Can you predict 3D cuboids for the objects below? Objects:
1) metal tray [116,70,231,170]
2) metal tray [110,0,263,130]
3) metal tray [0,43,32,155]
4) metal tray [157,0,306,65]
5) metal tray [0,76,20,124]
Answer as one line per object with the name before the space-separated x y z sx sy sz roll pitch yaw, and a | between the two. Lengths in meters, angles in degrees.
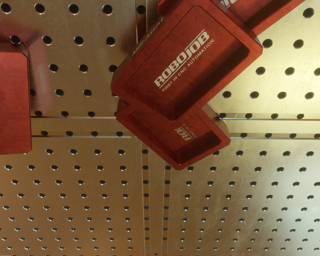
metal tray | 0.019 -0.006 0.402 0.090 0.030 0.130 -32 123 24
metal tray | 0.023 -0.065 0.313 0.090 0.030 0.129 32 123 -24
metal tray | -0.196 -0.030 0.350 0.091 0.030 0.129 -2 122 -22
metal tray | 0.073 -0.131 0.297 0.130 0.030 0.090 -35 122 26
metal tray | -0.246 -0.038 0.373 0.131 0.030 0.089 21 127 -17
